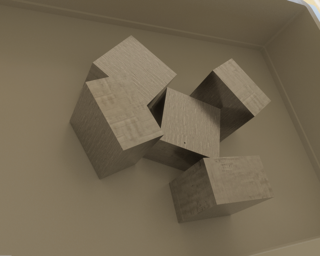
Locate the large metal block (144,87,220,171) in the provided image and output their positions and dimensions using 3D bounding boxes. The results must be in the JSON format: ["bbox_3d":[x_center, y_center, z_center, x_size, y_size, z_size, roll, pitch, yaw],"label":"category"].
[{"bbox_3d":[0.030,0.005,0.402,0.080,0.050,0.080,21,54,-17],"label":"large metal block"}]

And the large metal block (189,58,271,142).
[{"bbox_3d":[0.093,-0.037,0.443,0.080,0.080,0.050,49,51,6],"label":"large metal block"}]

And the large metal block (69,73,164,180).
[{"bbox_3d":[-0.052,-0.001,0.342,0.050,0.080,0.080,-21,73,-36],"label":"large metal block"}]

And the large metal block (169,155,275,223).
[{"bbox_3d":[0.069,0.072,0.364,0.081,0.080,0.050,1,62,-28],"label":"large metal block"}]

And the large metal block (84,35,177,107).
[{"bbox_3d":[-0.038,-0.062,0.406,0.080,0.050,0.080,41,51,-1],"label":"large metal block"}]
